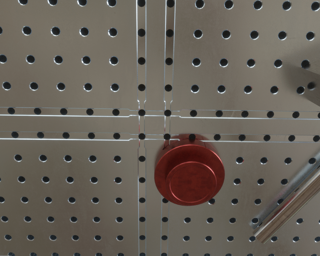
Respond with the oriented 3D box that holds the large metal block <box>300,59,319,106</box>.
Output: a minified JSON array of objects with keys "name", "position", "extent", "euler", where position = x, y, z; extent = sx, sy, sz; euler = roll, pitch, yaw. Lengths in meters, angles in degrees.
[{"name":"large metal block","position":[0.229,-0.059,0.366],"extent":[0.080,0.080,0.050],"euler":[-23,109,8]}]

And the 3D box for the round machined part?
[{"name":"round machined part","position":[0.041,0.068,0.430],"extent":[0.099,0.042,0.097],"euler":[0,110,-1]}]

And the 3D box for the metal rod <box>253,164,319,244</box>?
[{"name":"metal rod","position":[0.241,0.055,0.437],"extent":[0.025,0.025,0.299],"euler":[34,106,-12]}]
